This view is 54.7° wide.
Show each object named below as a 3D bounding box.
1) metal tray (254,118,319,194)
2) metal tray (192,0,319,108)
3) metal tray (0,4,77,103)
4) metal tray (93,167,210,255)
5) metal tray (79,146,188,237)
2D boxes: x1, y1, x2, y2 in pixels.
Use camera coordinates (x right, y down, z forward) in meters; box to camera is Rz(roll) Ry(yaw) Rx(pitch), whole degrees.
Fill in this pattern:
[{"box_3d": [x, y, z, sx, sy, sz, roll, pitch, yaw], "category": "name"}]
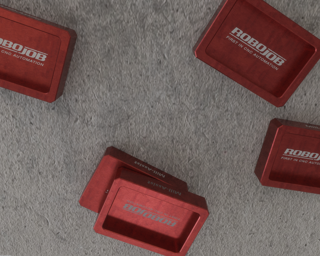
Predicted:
[{"box_3d": [0.207, 0.042, 0.424, 0.131, 0.030, 0.089, 9, 110, -4], "category": "metal tray"}, {"box_3d": [0.117, -0.095, 0.372, 0.131, 0.030, 0.090, 29, 107, -11], "category": "metal tray"}, {"box_3d": [-0.176, -0.093, 0.370, 0.131, 0.030, 0.089, 18, 109, -7], "category": "metal tray"}, {"box_3d": [-0.012, 0.117, 0.417, 0.131, 0.030, 0.089, 22, 109, -8], "category": "metal tray"}, {"box_3d": [-0.036, 0.094, 0.441, 0.131, 0.030, 0.090, 28, 108, -10], "category": "metal tray"}]
